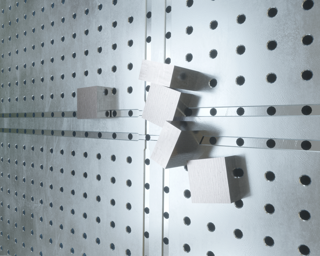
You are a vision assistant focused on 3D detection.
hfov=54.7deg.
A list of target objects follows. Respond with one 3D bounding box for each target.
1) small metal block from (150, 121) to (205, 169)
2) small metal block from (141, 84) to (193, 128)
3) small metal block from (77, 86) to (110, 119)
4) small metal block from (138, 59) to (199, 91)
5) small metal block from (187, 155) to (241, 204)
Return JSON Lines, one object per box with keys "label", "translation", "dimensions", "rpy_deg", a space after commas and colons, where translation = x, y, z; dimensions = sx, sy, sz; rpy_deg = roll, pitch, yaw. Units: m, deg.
{"label": "small metal block", "translation": [0.022, 0.019, 0.373], "dimensions": [0.025, 0.050, 0.050], "rpy_deg": [34, 111, 34]}
{"label": "small metal block", "translation": [0.008, -0.028, 0.401], "dimensions": [0.050, 0.025, 0.050], "rpy_deg": [26, 106, 36]}
{"label": "small metal block", "translation": [-0.107, -0.039, 0.495], "dimensions": [0.050, 0.025, 0.050], "rpy_deg": [0, 90, 39]}
{"label": "small metal block", "translation": [0.011, -0.065, 0.382], "dimensions": [0.050, 0.050, 0.025], "rpy_deg": [20, 103, 38]}
{"label": "small metal block", "translation": [0.062, 0.059, 0.357], "dimensions": [0.050, 0.025, 0.050], "rpy_deg": [-11, 83, 39]}
